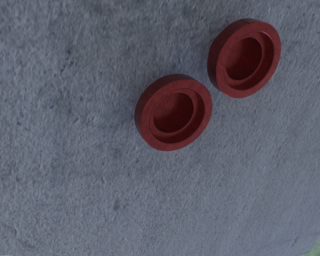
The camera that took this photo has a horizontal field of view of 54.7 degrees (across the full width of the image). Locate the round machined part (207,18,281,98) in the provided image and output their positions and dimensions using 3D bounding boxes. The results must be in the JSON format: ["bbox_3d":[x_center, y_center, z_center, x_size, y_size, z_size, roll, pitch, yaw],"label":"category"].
[{"bbox_3d":[0.102,-0.091,0.397,0.099,0.042,0.097,-14,125,-21],"label":"round machined part"}]

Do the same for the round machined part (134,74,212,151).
[{"bbox_3d":[0.013,-0.023,0.391,0.099,0.042,0.097,-14,124,-21],"label":"round machined part"}]
